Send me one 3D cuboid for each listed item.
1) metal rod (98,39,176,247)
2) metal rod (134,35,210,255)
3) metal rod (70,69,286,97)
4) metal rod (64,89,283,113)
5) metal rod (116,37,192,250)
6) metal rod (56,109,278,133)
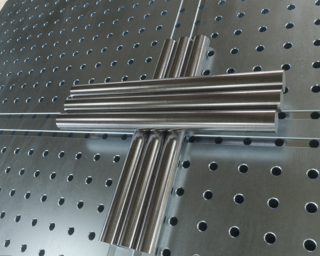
[{"bbox_3d":[-0.021,0.002,0.419,0.025,0.025,0.300,2,62,29],"label":"metal rod"},{"bbox_3d":[0.023,0.003,0.395,0.025,0.025,0.300,2,62,29],"label":"metal rod"},{"bbox_3d":[0.003,-0.053,0.408,0.300,0.025,0.025,1,62,28],"label":"metal rod"},{"bbox_3d":[-0.004,-0.031,0.398,0.300,0.025,0.025,1,62,28],"label":"metal rod"},{"bbox_3d":[0.001,0.002,0.407,0.025,0.025,0.300,2,62,29],"label":"metal rod"},{"bbox_3d":[-0.013,-0.009,0.389,0.300,0.025,0.025,1,62,28],"label":"metal rod"}]
